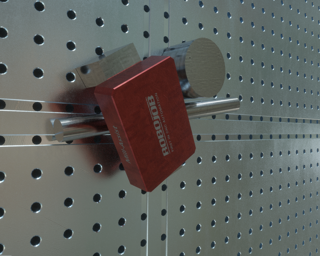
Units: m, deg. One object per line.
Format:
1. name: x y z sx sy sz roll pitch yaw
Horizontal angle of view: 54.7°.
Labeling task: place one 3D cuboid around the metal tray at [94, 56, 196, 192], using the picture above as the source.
1. metal tray: -0.010 -0.005 0.349 0.091 0.030 0.129 -37 124 -33

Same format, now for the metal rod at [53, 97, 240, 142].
1. metal rod: 0.009 -0.018 0.419 0.302 0.025 0.025 -10 97 -40

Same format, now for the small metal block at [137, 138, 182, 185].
1. small metal block: -0.003 0.040 0.407 0.050 0.025 0.050 -30 109 -36

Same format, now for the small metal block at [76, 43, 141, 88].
1. small metal block: -0.057 -0.069 0.346 0.050 0.050 0.025 -39 114 -33

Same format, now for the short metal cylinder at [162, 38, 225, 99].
1. short metal cylinder: 0.046 -0.081 0.433 0.081 0.050 0.079 0 90 -40
